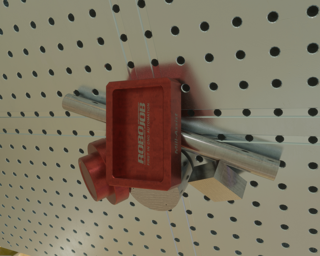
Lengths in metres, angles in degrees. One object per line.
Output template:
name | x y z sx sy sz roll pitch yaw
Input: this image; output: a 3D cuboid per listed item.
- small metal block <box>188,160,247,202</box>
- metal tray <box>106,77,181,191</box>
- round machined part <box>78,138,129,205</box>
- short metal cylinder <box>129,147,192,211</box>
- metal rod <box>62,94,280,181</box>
small metal block | 0.073 0.069 0.397 0.050 0.025 0.050 38 147 -18
metal tray | -0.021 0.007 0.380 0.090 0.030 0.129 0 89 27
round machined part | -0.086 0.068 0.452 0.098 0.042 0.097 43 145 42
short metal cylinder | -0.001 0.068 0.433 0.080 0.050 0.079 13 124 21
metal rod | 0.001 0.006 0.409 0.301 0.025 0.025 18 126 17
